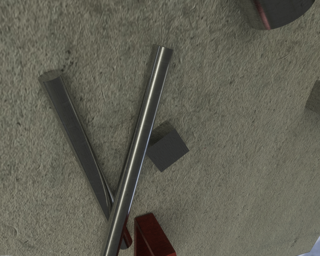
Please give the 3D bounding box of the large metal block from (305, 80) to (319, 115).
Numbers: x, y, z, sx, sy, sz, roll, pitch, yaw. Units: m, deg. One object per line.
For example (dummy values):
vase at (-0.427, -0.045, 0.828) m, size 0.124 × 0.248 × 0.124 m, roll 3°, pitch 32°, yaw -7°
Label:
large metal block at (0.311, -0.042, 0.519) m, size 0.081 × 0.080 × 0.050 m, roll -4°, pitch 120°, yaw -27°

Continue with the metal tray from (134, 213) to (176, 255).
metal tray at (-0.011, 0.213, 0.492) m, size 0.030 × 0.090 × 0.129 m, roll -11°, pitch 123°, yaw -23°

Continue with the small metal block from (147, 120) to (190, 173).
small metal block at (0.005, 0.026, 0.427) m, size 0.050 × 0.025 × 0.050 m, roll -37°, pitch 130°, yaw -4°

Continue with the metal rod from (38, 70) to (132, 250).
metal rod at (-0.084, 0.064, 0.401) m, size 0.025 × 0.025 × 0.298 m, roll -24°, pitch 128°, yaw -14°

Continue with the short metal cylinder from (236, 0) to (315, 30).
short metal cylinder at (0.125, -0.157, 0.345) m, size 0.080 × 0.080 × 0.050 m, roll -44°, pitch 130°, yaw 2°

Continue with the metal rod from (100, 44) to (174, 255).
metal rod at (-0.034, 0.045, 0.396) m, size 0.025 × 0.025 × 0.298 m, roll 5°, pitch 109°, yaw -31°
